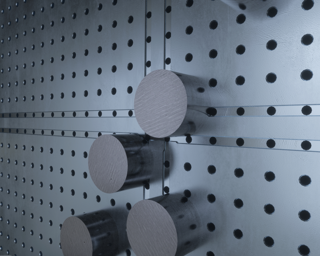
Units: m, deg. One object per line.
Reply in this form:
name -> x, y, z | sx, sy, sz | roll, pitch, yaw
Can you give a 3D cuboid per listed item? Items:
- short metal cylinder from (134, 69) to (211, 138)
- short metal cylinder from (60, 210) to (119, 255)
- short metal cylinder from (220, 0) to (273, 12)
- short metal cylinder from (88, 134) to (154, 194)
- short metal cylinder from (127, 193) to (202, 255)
short metal cylinder -> 0.015, -0.029, 0.379 | 0.080, 0.050, 0.079 | 0, 90, 39
short metal cylinder -> -0.110, 0.172, 0.481 | 0.080, 0.050, 0.079 | 0, 90, 39
short metal cylinder -> 0.087, -0.168, 0.320 | 0.080, 0.050, 0.079 | 0, 90, 39
short metal cylinder -> -0.056, 0.048, 0.437 | 0.080, 0.050, 0.079 | 0, 90, 39
short metal cylinder -> 0.004, 0.125, 0.388 | 0.080, 0.050, 0.079 | 0, 90, 39
